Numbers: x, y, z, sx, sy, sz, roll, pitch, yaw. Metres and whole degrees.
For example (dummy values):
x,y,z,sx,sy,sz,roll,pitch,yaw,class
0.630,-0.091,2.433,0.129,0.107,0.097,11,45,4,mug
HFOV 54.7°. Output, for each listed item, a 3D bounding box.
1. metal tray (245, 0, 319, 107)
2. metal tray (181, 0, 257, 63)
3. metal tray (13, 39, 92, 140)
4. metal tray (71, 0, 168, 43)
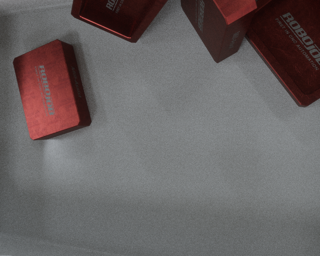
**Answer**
x,y,z,sx,sy,sz,roll,pitch,yaw,class
0.161,-0.100,0.351,0.090,0.030,0.130,-36,79,16,metal tray
0.055,-0.130,0.331,0.030,0.130,0.090,-30,83,3,metal tray
-0.162,-0.055,0.463,0.090,0.030,0.129,-17,85,18,metal tray
-0.048,-0.151,0.355,0.091,0.130,0.030,20,77,-17,metal tray
